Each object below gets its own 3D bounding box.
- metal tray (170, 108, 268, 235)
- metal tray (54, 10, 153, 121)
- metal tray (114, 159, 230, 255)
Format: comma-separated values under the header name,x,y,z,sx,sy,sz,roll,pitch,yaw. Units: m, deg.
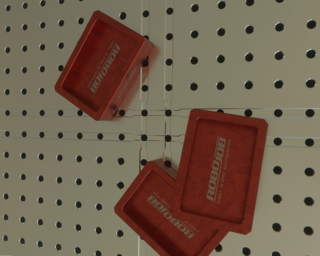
name,x,y,z,sx,sy,sz,roll,pitch,yaw
metal tray,0.069,0.048,0.364,0.090,0.030,0.129,10,80,12
metal tray,-0.081,-0.086,0.437,0.090,0.030,0.129,35,101,16
metal tray,0.015,0.114,0.403,0.130,0.030,0.090,39,102,15
